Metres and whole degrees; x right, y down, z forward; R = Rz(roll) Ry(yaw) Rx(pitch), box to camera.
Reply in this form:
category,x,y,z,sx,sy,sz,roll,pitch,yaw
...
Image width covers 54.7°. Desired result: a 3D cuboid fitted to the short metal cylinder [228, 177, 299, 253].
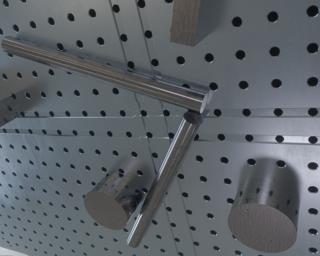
category,x,y,z,sx,sy,sz,roll,pitch,yaw
short metal cylinder,0.132,0.110,0.394,0.080,0.050,0.079,13,124,21

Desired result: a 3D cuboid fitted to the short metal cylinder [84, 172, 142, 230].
category,x,y,z,sx,sy,sz,roll,pitch,yaw
short metal cylinder,-0.077,0.120,0.510,0.080,0.050,0.079,13,124,21

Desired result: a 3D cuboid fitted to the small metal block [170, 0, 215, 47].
category,x,y,z,sx,sy,sz,roll,pitch,yaw
small metal block,0.034,-0.114,0.307,0.025,0.050,0.050,18,126,18

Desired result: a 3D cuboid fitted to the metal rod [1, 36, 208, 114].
category,x,y,z,sx,sy,sz,roll,pitch,yaw
metal rod,-0.084,-0.075,0.408,0.301,0.025,0.025,19,126,17

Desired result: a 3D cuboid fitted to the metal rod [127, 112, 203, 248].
category,x,y,z,sx,sy,sz,roll,pitch,yaw
metal rod,-0.004,0.097,0.473,0.025,0.025,0.298,29,128,9

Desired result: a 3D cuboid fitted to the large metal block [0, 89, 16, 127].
category,x,y,z,sx,sy,sz,roll,pitch,yaw
large metal block,-0.305,-0.033,0.516,0.080,0.080,0.050,23,127,14
